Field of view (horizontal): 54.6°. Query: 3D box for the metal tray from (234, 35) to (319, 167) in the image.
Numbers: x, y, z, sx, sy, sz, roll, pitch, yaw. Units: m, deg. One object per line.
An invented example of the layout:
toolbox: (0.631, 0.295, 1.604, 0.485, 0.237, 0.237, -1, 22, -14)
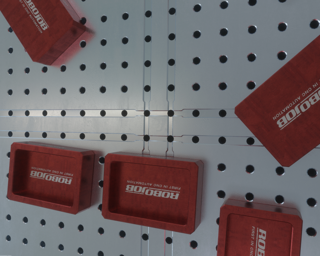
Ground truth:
metal tray: (0.164, -0.029, 0.352, 0.130, 0.030, 0.090, -42, 77, 15)

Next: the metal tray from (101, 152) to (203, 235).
metal tray: (-0.012, 0.083, 0.414, 0.130, 0.030, 0.090, 4, 91, 20)

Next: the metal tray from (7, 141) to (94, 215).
metal tray: (-0.167, 0.072, 0.469, 0.130, 0.030, 0.090, 6, 92, 20)

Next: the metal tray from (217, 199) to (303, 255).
metal tray: (0.115, 0.158, 0.369, 0.090, 0.030, 0.129, 4, 91, 20)

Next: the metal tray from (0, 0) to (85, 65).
metal tray: (-0.185, -0.174, 0.476, 0.090, 0.030, 0.130, -39, 78, 16)
